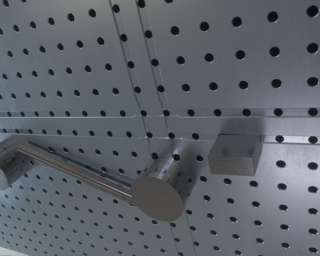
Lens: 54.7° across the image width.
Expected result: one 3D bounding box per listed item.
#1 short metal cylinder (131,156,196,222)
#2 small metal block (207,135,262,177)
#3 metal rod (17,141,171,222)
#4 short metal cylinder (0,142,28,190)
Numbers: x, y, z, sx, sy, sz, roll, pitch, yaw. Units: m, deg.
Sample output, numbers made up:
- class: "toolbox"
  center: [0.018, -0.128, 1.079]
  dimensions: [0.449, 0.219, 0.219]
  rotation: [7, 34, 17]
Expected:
- class: "short metal cylinder"
  center: [0.005, 0.087, 0.446]
  dimensions: [0.080, 0.050, 0.079]
  rotation: [13, 124, 21]
- class: "small metal block"
  center: [0.089, 0.031, 0.367]
  dimensions: [0.050, 0.050, 0.025]
  rotation: [-1, 118, 28]
- class: "metal rod"
  center: [-0.115, 0.085, 0.524]
  dimensions: [0.301, 0.025, 0.025]
  rotation: [20, 126, 16]
- class: "short metal cylinder"
  center: [-0.308, 0.074, 0.603]
  dimensions: [0.080, 0.050, 0.079]
  rotation: [13, 124, 21]
